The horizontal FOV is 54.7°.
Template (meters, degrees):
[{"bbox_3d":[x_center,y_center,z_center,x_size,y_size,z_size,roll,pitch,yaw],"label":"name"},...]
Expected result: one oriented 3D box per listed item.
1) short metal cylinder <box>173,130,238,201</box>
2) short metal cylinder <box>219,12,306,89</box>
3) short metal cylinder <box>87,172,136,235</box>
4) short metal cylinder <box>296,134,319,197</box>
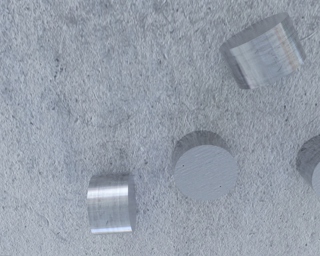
[{"bbox_3d":[0.058,0.049,0.415,0.081,0.050,0.079,0,110,0],"label":"short metal cylinder"},{"bbox_3d":[0.114,-0.086,0.349,0.080,0.080,0.050,-29,108,10],"label":"short metal cylinder"},{"bbox_3d":[-0.062,0.101,0.417,0.050,0.080,0.079,-4,110,2],"label":"short metal cylinder"},{"bbox_3d":[0.234,0.053,0.418,0.081,0.050,0.079,0,110,0],"label":"short metal cylinder"}]
